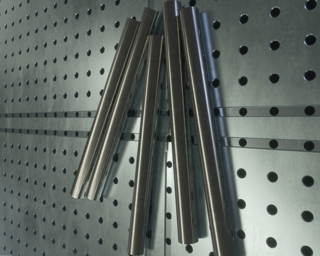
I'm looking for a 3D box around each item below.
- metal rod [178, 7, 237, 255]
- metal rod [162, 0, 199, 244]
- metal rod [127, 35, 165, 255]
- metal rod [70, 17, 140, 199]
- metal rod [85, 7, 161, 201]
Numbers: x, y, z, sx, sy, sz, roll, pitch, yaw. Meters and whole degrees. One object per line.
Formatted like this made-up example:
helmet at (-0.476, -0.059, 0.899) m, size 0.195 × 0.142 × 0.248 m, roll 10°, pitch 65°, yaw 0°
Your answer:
metal rod at (0.055, 0.004, 0.365) m, size 0.025 × 0.025 × 0.299 m, roll -13°, pitch 82°, yaw 39°
metal rod at (0.025, -0.010, 0.390) m, size 0.025 × 0.025 × 0.299 m, roll -7°, pitch 86°, yaw 40°
metal rod at (-0.018, 0.027, 0.425) m, size 0.025 × 0.025 × 0.298 m, roll 10°, pitch 97°, yaw 39°
metal rod at (-0.087, -0.020, 0.482) m, size 0.025 × 0.025 × 0.298 m, roll 34°, pitch 111°, yaw 35°
metal rod at (-0.058, -0.024, 0.459) m, size 0.025 × 0.025 × 0.298 m, roll 32°, pitch 110°, yaw 35°
